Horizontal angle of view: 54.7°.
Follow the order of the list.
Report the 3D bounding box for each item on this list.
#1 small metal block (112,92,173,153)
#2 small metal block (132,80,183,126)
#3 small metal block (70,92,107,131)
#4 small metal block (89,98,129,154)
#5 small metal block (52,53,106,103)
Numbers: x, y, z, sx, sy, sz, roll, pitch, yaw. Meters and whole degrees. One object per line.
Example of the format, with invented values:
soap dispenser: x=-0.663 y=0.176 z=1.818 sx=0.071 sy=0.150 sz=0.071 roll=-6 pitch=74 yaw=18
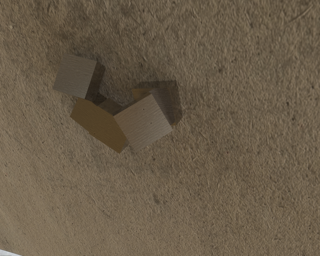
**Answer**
small metal block: x=-0.021 y=-0.007 z=0.365 sx=0.050 sy=0.025 sz=0.050 roll=-31 pitch=105 yaw=-3
small metal block: x=-0.002 y=-0.031 z=0.389 sx=0.050 sy=0.025 sz=0.050 roll=2 pitch=120 yaw=27
small metal block: x=-0.094 y=-0.022 z=0.442 sx=0.050 sy=0.025 sz=0.050 roll=39 pitch=129 yaw=1
small metal block: x=-0.059 y=-0.003 z=0.403 sx=0.050 sy=0.025 sz=0.050 roll=33 pitch=129 yaw=6
small metal block: x=-0.106 y=-0.066 z=0.406 sx=0.050 sy=0.025 sz=0.050 roll=17 pitch=89 yaw=17
